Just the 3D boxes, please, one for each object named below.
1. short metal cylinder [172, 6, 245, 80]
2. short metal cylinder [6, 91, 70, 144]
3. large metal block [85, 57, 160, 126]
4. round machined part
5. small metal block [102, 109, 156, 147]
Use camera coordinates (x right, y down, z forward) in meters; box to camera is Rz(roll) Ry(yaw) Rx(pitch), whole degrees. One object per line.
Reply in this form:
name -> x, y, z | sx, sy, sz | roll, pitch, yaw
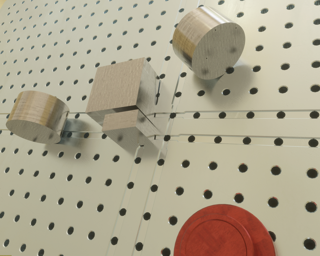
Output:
short metal cylinder -> 0.064, -0.111, 0.408 | 0.080, 0.080, 0.050 | -38, 51, 3
short metal cylinder -> -0.188, -0.015, 0.481 | 0.080, 0.080, 0.050 | -5, 60, 26
large metal block -> -0.052, -0.048, 0.449 | 0.080, 0.050, 0.080 | -6, 59, 25
round machined part -> 0.058, 0.120, 0.293 | 0.098, 0.042, 0.098 | -13, 56, 21
small metal block -> -0.041, 0.002, 0.412 | 0.050, 0.050, 0.025 | -8, 59, 24
